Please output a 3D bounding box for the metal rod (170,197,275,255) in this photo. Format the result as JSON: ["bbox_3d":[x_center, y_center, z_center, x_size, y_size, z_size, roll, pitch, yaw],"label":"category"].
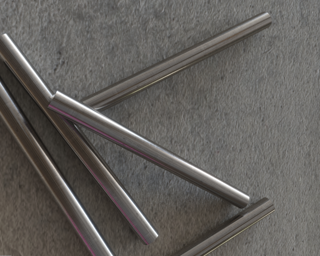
[{"bbox_3d":[0.036,0.177,0.423,0.302,0.025,0.025,-25,99,-19],"label":"metal rod"}]

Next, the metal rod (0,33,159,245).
[{"bbox_3d":[-0.095,0.023,0.374,0.025,0.025,0.299,-38,103,-16],"label":"metal rod"}]

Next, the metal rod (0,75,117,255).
[{"bbox_3d":[-0.121,0.066,0.364,0.025,0.025,0.299,-32,101,-17],"label":"metal rod"}]

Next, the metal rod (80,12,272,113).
[{"bbox_3d":[0.034,-0.094,0.422,0.302,0.025,0.025,-29,100,-18],"label":"metal rod"}]

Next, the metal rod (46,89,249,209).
[{"bbox_3d":[0.002,0.037,0.397,0.301,0.025,0.025,30,80,-23],"label":"metal rod"}]
